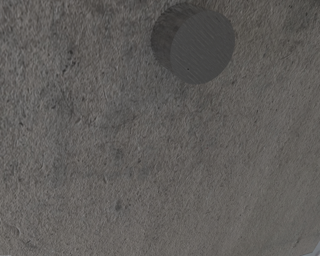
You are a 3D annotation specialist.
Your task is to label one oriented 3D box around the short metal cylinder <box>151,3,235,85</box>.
[{"bbox_3d":[0.037,-0.096,0.351,0.081,0.050,0.079,-14,124,-21],"label":"short metal cylinder"}]
